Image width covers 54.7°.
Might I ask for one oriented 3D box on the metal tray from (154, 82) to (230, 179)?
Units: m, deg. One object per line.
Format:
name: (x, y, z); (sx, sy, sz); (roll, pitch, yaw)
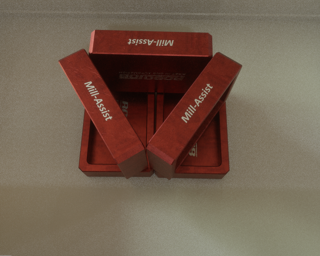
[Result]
metal tray: (0.040, -0.001, 0.406); (0.091, 0.030, 0.130); (1, 69, 1)

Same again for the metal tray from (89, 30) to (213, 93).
metal tray: (-0.009, -0.075, 0.368); (0.131, 0.090, 0.030); (2, 71, 1)

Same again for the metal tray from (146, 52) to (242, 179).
metal tray: (0.037, -0.010, 0.344); (0.030, 0.090, 0.130); (34, 74, 11)

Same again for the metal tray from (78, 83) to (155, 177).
metal tray: (-0.052, -0.003, 0.407); (0.091, 0.030, 0.130); (0, 69, 0)

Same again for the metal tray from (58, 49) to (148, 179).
metal tray: (-0.060, -0.012, 0.345); (0.030, 0.090, 0.130); (-30, 73, -10)
